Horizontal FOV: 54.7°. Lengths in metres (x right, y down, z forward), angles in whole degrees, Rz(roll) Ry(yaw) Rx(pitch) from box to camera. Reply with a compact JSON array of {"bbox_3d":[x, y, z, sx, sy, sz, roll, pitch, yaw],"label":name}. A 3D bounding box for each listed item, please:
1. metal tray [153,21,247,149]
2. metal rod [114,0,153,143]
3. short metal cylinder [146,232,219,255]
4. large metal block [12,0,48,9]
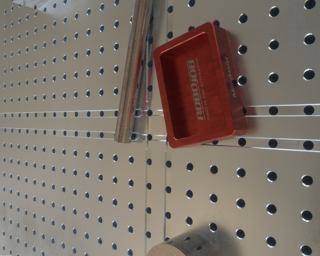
[{"bbox_3d":[0.044,-0.046,0.369,0.090,0.030,0.129,-16,80,38],"label":"metal tray"},{"bbox_3d":[-0.030,-0.126,0.434,0.025,0.025,0.298,16,100,39],"label":"metal rod"},{"bbox_3d":[0.027,0.172,0.371,0.080,0.050,0.080,0,90,40],"label":"short metal cylinder"},{"bbox_3d":[-0.244,-0.289,0.595,0.080,0.050,0.080,-13,82,39],"label":"large metal block"}]
